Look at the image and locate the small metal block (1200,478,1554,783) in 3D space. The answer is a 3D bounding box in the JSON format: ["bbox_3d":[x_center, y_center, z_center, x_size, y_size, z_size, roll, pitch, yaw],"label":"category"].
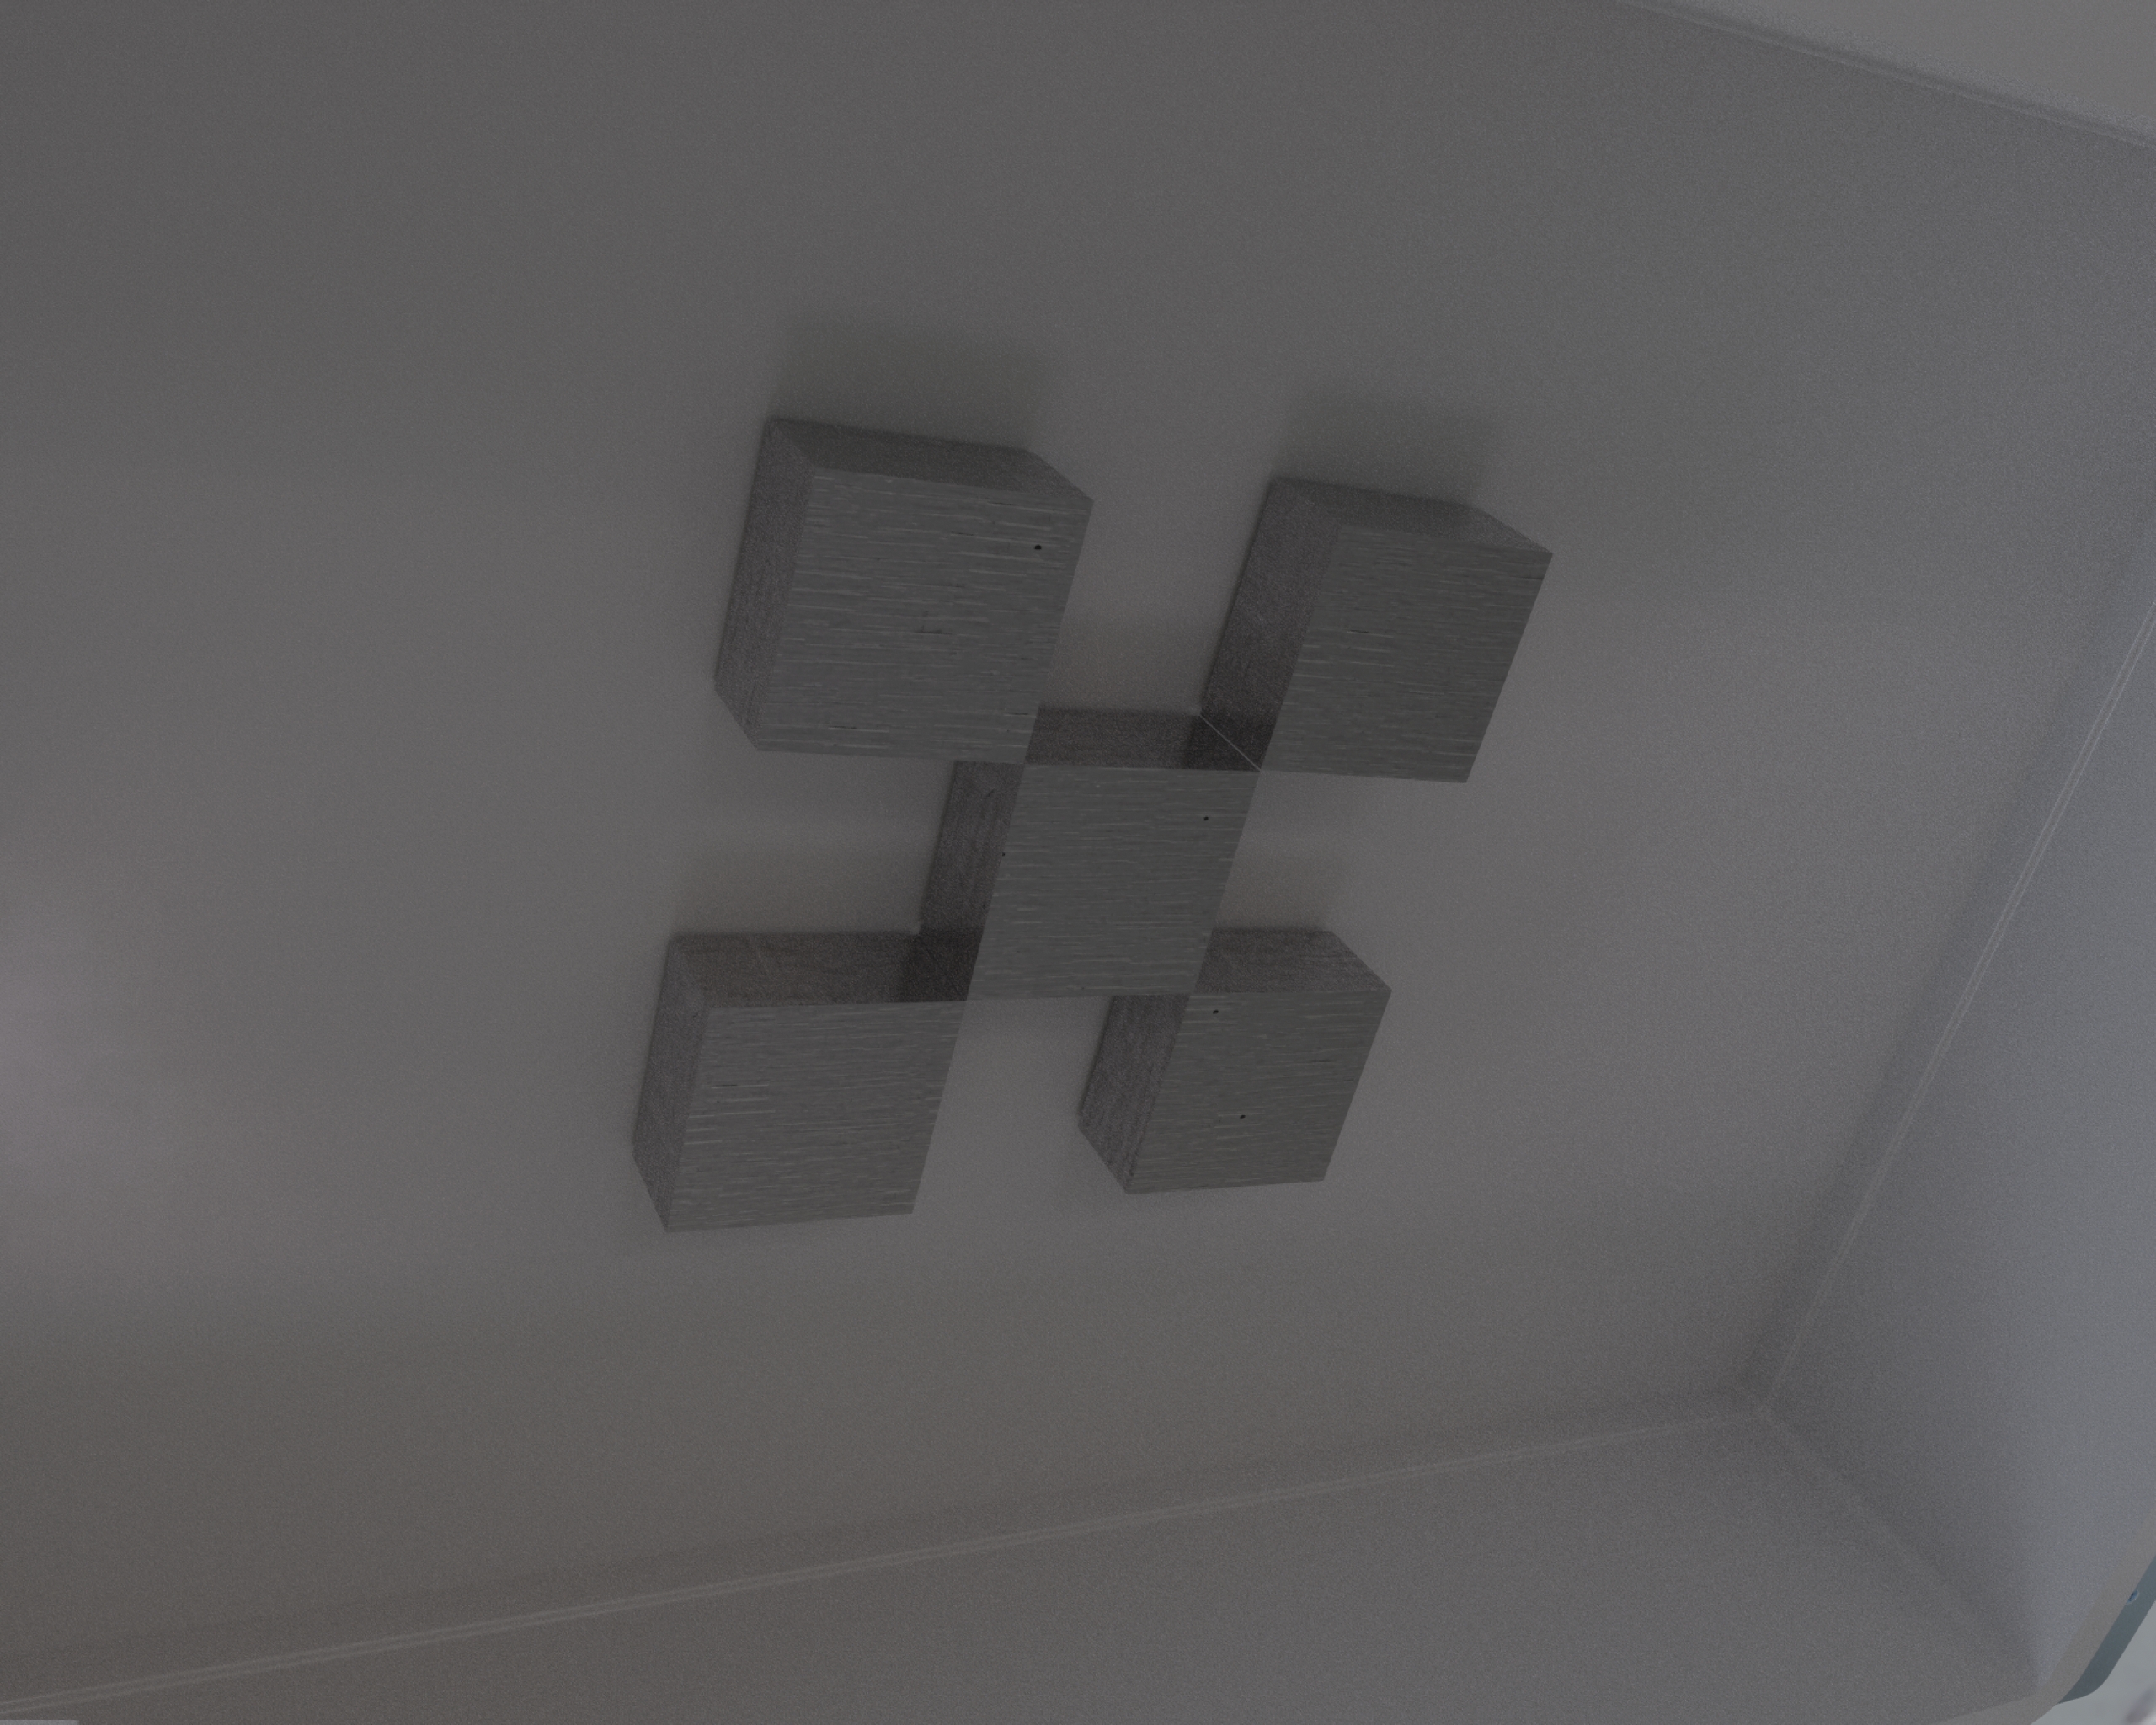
[{"bbox_3d":[0.058,-0.045,0.409,0.050,0.025,0.050,2,117,-30],"label":"small metal block"}]

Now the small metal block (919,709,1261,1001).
[{"bbox_3d":[0.002,-0.002,0.405,0.050,0.025,0.050,0,118,-29],"label":"small metal block"}]

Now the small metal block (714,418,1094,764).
[{"bbox_3d":[-0.031,-0.046,0.361,0.050,0.025,0.050,1,118,-29],"label":"small metal block"}]

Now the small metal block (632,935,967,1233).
[{"bbox_3d":[-0.054,0.042,0.402,0.050,0.025,0.050,1,118,-29],"label":"small metal block"}]

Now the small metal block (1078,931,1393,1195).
[{"bbox_3d":[0.033,0.042,0.450,0.050,0.025,0.050,1,118,-29],"label":"small metal block"}]
